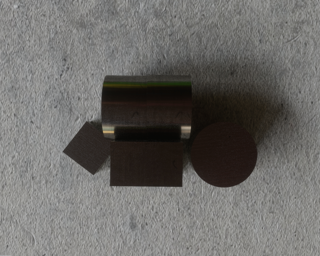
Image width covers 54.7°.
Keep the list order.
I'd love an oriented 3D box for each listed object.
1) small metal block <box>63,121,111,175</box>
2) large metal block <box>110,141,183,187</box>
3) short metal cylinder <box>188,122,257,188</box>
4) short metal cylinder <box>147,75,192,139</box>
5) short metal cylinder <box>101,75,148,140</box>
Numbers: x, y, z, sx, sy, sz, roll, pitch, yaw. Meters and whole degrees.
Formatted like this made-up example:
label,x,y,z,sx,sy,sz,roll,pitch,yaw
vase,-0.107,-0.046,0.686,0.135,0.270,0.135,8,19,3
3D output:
label,x,y,z,sx,sy,sz,roll,pitch,yaw
small metal block,-0.090,0.026,0.411,0.050,0.025,0.050,38,90,0
large metal block,-0.015,0.040,0.384,0.081,0.080,0.050,1,90,0
short metal cylinder,0.077,0.032,0.399,0.081,0.050,0.079,0,90,0
short metal cylinder,0.010,-0.025,0.384,0.050,0.080,0.079,1,90,0
short metal cylinder,-0.040,-0.025,0.384,0.050,0.080,0.079,1,90,0
